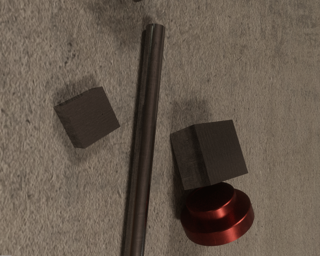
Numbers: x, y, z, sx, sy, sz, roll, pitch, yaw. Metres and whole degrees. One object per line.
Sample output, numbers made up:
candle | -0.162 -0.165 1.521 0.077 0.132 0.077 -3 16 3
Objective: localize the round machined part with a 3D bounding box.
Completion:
round machined part | 0.074 0.109 0.422 0.099 0.098 0.042 -34 112 -35

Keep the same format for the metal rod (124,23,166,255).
metal rod | -0.019 0.018 0.390 0.025 0.025 0.298 9 84 -40

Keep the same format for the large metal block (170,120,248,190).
large metal block | 0.069 0.036 0.436 0.081 0.050 0.080 -7 79 -40

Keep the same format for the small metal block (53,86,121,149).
small metal block | -0.079 -0.012 0.340 0.050 0.025 0.050 -35 112 -35

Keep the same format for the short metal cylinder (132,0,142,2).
short metal cylinder | -0.019 -0.193 0.355 0.050 0.080 0.080 42 65 -33
